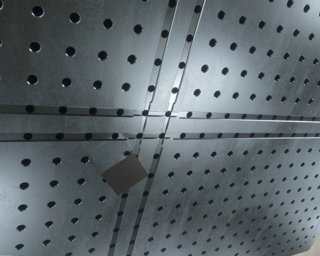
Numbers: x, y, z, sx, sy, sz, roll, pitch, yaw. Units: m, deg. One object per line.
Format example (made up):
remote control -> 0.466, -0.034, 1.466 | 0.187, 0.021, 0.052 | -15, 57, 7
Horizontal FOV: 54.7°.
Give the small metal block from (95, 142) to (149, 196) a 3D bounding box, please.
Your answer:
small metal block -> -0.051, 0.056, 0.420 | 0.050, 0.025, 0.050 | -33, 129, -7
